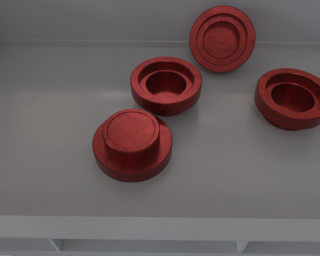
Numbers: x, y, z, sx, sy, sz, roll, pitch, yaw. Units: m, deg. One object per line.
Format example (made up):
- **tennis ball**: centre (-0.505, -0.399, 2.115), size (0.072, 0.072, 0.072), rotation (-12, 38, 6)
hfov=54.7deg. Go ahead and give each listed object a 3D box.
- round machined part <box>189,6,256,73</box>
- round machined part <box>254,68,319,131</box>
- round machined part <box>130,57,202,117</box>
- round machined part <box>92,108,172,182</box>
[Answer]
- **round machined part**: centre (0.096, -0.137, 0.486), size (0.099, 0.097, 0.042), rotation (7, 12, 5)
- **round machined part**: centre (0.179, -0.035, 0.424), size (0.099, 0.042, 0.098), rotation (0, 50, 0)
- **round machined part**: centre (0.009, -0.055, 0.440), size (0.099, 0.042, 0.098), rotation (0, 50, 0)
- **round machined part**: centre (-0.034, 0.014, 0.382), size (0.099, 0.042, 0.098), rotation (0, 50, 0)
